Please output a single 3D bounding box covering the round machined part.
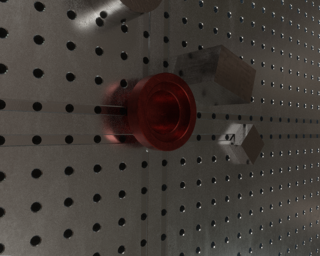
[{"bbox_3d":[-0.002,-0.020,0.399,0.099,0.042,0.097,0,90,-40],"label":"round machined part"}]

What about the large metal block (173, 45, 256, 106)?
[{"bbox_3d":[0.075,-0.070,0.439,0.080,0.080,0.050,22,76,-38],"label":"large metal block"}]

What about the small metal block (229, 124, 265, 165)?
[{"bbox_3d":[0.152,0.028,0.540,0.050,0.025,0.050,-52,121,-27],"label":"small metal block"}]

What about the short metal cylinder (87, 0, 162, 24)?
[{"bbox_3d":[-0.041,-0.168,0.359,0.081,0.050,0.079,0,90,-40],"label":"short metal cylinder"}]
